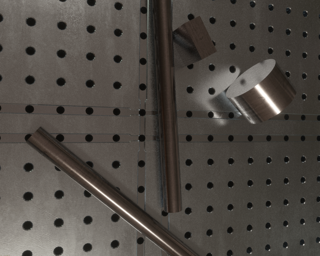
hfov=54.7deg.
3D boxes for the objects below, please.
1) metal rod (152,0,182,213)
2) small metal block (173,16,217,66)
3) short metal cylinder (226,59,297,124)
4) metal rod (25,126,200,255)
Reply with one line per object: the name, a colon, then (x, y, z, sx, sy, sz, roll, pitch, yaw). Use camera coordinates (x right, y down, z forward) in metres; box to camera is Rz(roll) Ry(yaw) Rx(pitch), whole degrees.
metal rod: (0.009, -0.037, 0.417, 0.025, 0.025, 0.298, -4, 91, -20)
small metal block: (0.043, -0.115, 0.416, 0.025, 0.050, 0.050, -32, 101, -17)
short metal cylinder: (0.141, -0.052, 0.437, 0.080, 0.080, 0.050, -46, 105, -14)
metal rod: (-0.041, 0.106, 0.398, 0.300, 0.025, 0.025, 43, 76, -15)
